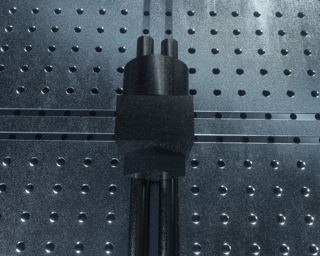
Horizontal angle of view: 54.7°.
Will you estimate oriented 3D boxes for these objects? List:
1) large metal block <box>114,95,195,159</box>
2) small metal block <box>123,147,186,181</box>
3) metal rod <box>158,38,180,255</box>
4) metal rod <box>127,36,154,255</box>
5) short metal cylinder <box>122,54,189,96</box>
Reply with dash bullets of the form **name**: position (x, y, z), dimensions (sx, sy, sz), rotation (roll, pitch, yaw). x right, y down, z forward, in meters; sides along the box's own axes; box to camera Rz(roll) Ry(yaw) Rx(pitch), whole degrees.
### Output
- **large metal block**: position (-0.005, 0.002, 0.355), dimensions (0.081, 0.080, 0.050), rotation (0, 70, 0)
- **small metal block**: position (-0.006, 0.043, 0.358), dimensions (0.050, 0.050, 0.025), rotation (19, 63, -42)
- **metal rod**: position (0.012, 0.015, 0.408), dimensions (0.025, 0.025, 0.299), rotation (1, 70, 0)
- **metal rod**: position (-0.023, 0.011, 0.409), dimensions (0.025, 0.025, 0.299), rotation (1, 70, 0)
- **short metal cylinder**: position (-0.005, -0.046, 0.377), dimensions (0.081, 0.080, 0.050), rotation (1, 70, 0)
